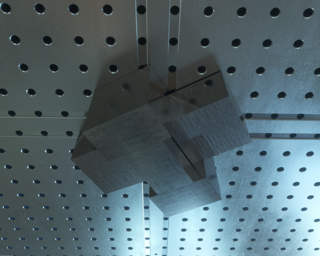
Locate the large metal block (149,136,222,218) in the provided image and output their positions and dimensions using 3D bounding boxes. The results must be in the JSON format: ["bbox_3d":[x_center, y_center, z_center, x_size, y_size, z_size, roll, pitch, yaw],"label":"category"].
[{"bbox_3d":[0.033,0.066,0.432,0.080,0.080,0.050,-23,126,17],"label":"large metal block"}]

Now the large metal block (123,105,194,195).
[{"bbox_3d":[0.000,0.024,0.395,0.050,0.080,0.080,-23,127,18],"label":"large metal block"}]

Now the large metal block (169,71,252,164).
[{"bbox_3d":[0.057,-0.010,0.386,0.080,0.050,0.080,-23,129,18],"label":"large metal block"}]

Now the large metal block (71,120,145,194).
[{"bbox_3d":[-0.060,0.038,0.428,0.080,0.050,0.080,-21,127,17],"label":"large metal block"}]

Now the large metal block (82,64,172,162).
[{"bbox_3d":[-0.035,-0.018,0.359,0.080,0.080,0.050,-22,126,18],"label":"large metal block"}]
